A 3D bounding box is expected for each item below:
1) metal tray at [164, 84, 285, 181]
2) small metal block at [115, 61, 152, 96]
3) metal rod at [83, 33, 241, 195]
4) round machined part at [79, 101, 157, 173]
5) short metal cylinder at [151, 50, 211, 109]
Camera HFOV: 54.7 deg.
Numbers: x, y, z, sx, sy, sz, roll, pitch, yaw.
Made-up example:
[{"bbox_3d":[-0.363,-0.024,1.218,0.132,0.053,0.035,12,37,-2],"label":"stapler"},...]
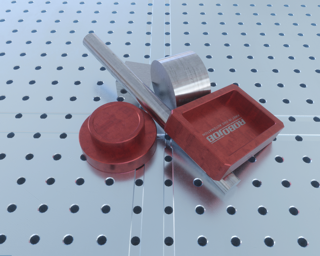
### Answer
[{"bbox_3d":[0.081,-0.001,0.379,0.131,0.030,0.090,-25,61,-39],"label":"metal tray"},{"bbox_3d":[-0.034,-0.073,0.469,0.050,0.025,0.050,10,51,8],"label":"small metal block"},{"bbox_3d":[-0.011,-0.033,0.413,0.025,0.025,0.300,-33,65,-24],"label":"metal rod"},{"bbox_3d":[-0.053,0.004,0.391,0.099,0.042,0.098,0,50,0],"label":"round machined part"},{"bbox_3d":[0.026,-0.060,0.422,0.050,0.080,0.080,-20,53,-16],"label":"short metal cylinder"}]
